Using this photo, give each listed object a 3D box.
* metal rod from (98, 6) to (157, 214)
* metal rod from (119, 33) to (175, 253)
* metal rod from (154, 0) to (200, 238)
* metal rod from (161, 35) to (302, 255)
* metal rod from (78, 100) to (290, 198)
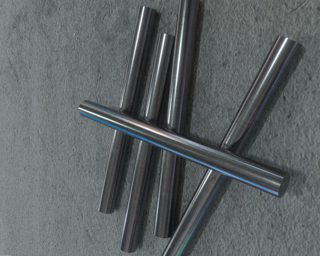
[{"bbox_3d":[-0.049,-0.018,0.445,0.025,0.025,0.298,21,103,38],"label":"metal rod"},{"bbox_3d":[-0.017,0.027,0.419,0.025,0.025,0.298,18,102,38],"label":"metal rod"},{"bbox_3d":[0.020,-0.010,0.388,0.025,0.025,0.298,10,97,39],"label":"metal rod"},{"bbox_3d":[0.068,0.044,0.348,0.025,0.025,0.298,37,113,34],"label":"metal rod"},{"bbox_3d":[0.000,0.011,0.370,0.300,0.025,0.025,20,103,38],"label":"metal rod"}]
